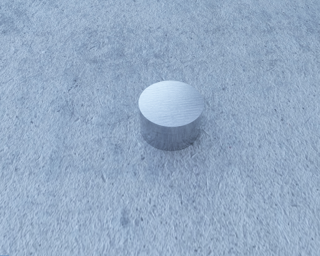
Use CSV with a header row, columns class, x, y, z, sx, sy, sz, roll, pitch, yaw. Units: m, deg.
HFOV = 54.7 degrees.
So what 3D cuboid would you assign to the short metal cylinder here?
class,x,y,z,sx,sy,sz,roll,pitch,yaw
short metal cylinder,0.014,-0.016,0.402,0.081,0.050,0.080,0,50,0
